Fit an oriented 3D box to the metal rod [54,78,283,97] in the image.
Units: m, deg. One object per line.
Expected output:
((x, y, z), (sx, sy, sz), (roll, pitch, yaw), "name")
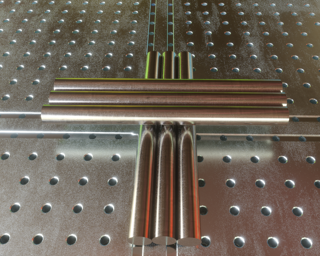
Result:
((0.011, -0.055, 0.421), (0.302, 0.025, 0.025), (0, 50, 0), "metal rod")

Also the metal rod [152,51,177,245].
((0.010, -0.001, 0.409), (0.025, 0.025, 0.300), (2, 50, 1), "metal rod")

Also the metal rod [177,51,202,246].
((0.035, 0.000, 0.408), (0.025, 0.025, 0.300), (2, 50, 1), "metal rod")

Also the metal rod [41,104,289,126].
((0.006, -0.016, 0.389), (0.302, 0.025, 0.025), (0, 50, 0), "metal rod")

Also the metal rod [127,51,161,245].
((-0.015, -0.001, 0.408), (0.025, 0.025, 0.300), (2, 50, 1), "metal rod")

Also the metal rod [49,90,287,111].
((0.010, -0.035, 0.405), (0.302, 0.025, 0.025), (0, 50, 0), "metal rod")
